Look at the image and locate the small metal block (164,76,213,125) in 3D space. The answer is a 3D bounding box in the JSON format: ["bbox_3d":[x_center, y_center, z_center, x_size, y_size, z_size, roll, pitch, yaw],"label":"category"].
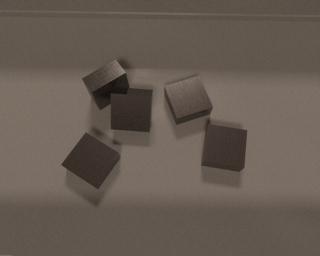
[{"bbox_3d":[0.038,-0.038,0.424,0.050,0.025,0.050,-18,71,-7],"label":"small metal block"}]

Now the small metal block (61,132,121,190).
[{"bbox_3d":[-0.086,0.042,0.393,0.050,0.025,0.050,31,73,10],"label":"small metal block"}]

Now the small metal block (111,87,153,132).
[{"bbox_3d":[-0.037,-0.024,0.403,0.050,0.050,0.025,4,26,1],"label":"small metal block"}]

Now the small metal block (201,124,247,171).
[{"bbox_3d":[0.083,0.026,0.401,0.050,0.025,0.050,9,70,3],"label":"small metal block"}]

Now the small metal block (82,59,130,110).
[{"bbox_3d":[-0.070,-0.057,0.415,0.050,0.050,0.025,-33,70,-11],"label":"small metal block"}]
